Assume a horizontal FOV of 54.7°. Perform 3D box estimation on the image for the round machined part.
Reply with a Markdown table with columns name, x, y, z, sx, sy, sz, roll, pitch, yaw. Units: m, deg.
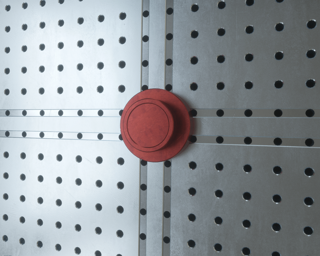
| name | x | y | z | sx | sy | sz | roll | pitch | yaw |
| --- | --- | --- | --- | --- | --- | --- | --- | --- | --- |
| round machined part | -0.009 | -0.003 | 0.405 | 0.098 | 0.042 | 0.097 | 0 | 90 | 19 |
